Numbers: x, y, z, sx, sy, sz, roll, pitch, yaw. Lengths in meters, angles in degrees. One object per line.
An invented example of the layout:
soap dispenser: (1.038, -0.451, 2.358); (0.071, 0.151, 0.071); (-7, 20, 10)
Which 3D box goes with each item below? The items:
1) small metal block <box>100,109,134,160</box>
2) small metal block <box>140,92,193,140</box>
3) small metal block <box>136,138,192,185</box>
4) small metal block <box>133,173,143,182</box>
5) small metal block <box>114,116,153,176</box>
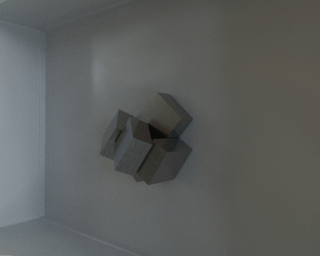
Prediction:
small metal block: (-0.060, 0.010, 0.436); (0.050, 0.025, 0.050); (-55, 20, 26)
small metal block: (0.006, -0.010, 0.398); (0.050, 0.025, 0.050); (50, 119, 28)
small metal block: (0.005, 0.040, 0.382); (0.025, 0.050, 0.050); (43, 116, 31)
small metal block: (-0.024, 0.037, 0.422); (0.050, 0.025, 0.050); (50, 119, 28)
small metal block: (-0.035, 0.022, 0.383); (0.050, 0.025, 0.050); (-59, 23, 23)
